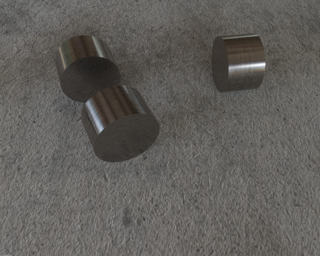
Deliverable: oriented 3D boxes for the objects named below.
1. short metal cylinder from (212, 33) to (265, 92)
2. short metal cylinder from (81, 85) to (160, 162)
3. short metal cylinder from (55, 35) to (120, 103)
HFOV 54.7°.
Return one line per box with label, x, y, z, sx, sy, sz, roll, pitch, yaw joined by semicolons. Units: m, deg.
short metal cylinder;0.110;-0.094;0.447;0.050;0.080;0.080;-7;50;-5
short metal cylinder;-0.047;-0.004;0.370;0.081;0.080;0.050;-20;53;-16
short metal cylinder;-0.102;-0.082;0.435;0.081;0.080;0.050;-15;52;-13
